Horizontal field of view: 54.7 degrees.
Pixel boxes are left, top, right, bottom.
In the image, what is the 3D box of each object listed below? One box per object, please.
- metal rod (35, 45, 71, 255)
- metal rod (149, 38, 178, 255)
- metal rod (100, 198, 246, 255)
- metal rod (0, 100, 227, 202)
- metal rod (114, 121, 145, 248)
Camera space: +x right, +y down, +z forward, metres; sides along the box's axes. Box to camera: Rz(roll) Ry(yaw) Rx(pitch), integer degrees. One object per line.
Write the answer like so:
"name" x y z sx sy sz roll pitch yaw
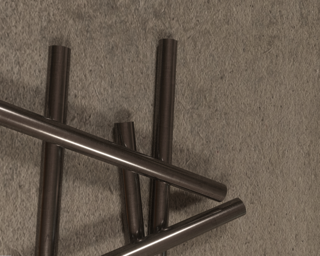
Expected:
"metal rod" -0.127 0.055 0.362 0.025 0.025 0.298 4 89 -20
"metal rod" 0.004 0.033 0.411 0.025 0.025 0.298 3 89 -20
"metal rod" -0.026 0.148 0.372 0.302 0.025 0.025 -17 96 -20
"metal rod" -0.050 0.032 0.363 0.302 0.025 0.025 23 83 -19
"metal rod" -0.032 0.141 0.398 0.025 0.025 0.298 -6 92 -20
